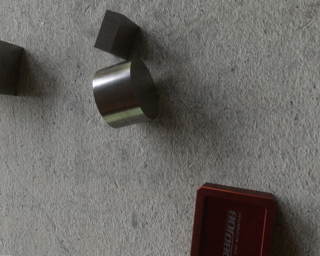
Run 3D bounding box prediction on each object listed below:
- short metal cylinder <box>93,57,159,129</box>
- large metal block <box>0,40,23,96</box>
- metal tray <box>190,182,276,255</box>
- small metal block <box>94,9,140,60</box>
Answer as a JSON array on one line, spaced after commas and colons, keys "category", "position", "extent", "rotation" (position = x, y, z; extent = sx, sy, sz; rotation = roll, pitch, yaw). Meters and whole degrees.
[{"category": "short metal cylinder", "position": [-0.041, -0.043, 0.394], "extent": [0.050, 0.080, 0.080], "rotation": [-14, 86, 19]}, {"category": "large metal block", "position": [-0.274, -0.099, 0.492], "extent": [0.080, 0.050, 0.080], "rotation": [12, 94, 19]}, {"category": "metal tray", "position": [0.086, 0.139, 0.375], "extent": [0.090, 0.030, 0.129], "rotation": [6, 92, 19]}, {"category": "small metal block", "position": [-0.057, -0.123, 0.416], "extent": [0.025, 0.050, 0.050], "rotation": [23, 98, 18]}]
